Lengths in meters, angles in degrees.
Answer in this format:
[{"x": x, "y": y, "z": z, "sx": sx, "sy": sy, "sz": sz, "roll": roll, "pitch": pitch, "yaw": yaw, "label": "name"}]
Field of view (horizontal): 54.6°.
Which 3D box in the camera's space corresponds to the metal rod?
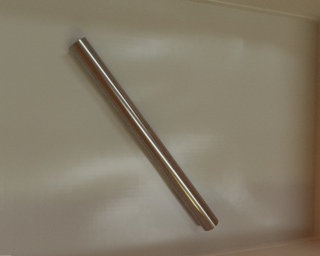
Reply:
[{"x": -0.014, "y": 0.017, "z": 0.405, "sx": 0.025, "sy": 0.025, "sz": 0.300, "roll": -39, "pitch": 103, "yaw": -16, "label": "metal rod"}]
